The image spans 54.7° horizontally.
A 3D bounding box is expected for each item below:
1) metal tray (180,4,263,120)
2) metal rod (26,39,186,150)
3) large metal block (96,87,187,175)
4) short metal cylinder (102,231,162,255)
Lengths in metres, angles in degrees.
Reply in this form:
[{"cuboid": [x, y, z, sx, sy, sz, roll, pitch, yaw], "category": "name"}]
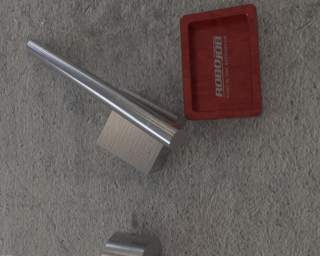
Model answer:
[{"cuboid": [0.075, -0.076, 0.379, 0.090, 0.030, 0.129, -3, 89, 19], "category": "metal tray"}, {"cuboid": [-0.088, -0.056, 0.398, 0.300, 0.025, 0.025, 33, 101, 32], "category": "metal rod"}, {"cuboid": [-0.022, 0.003, 0.403, 0.080, 0.050, 0.080, 30, 100, 17], "category": "large metal block"}, {"cuboid": [-0.035, 0.176, 0.392, 0.050, 0.080, 0.080, 2, 91, 20], "category": "short metal cylinder"}]
